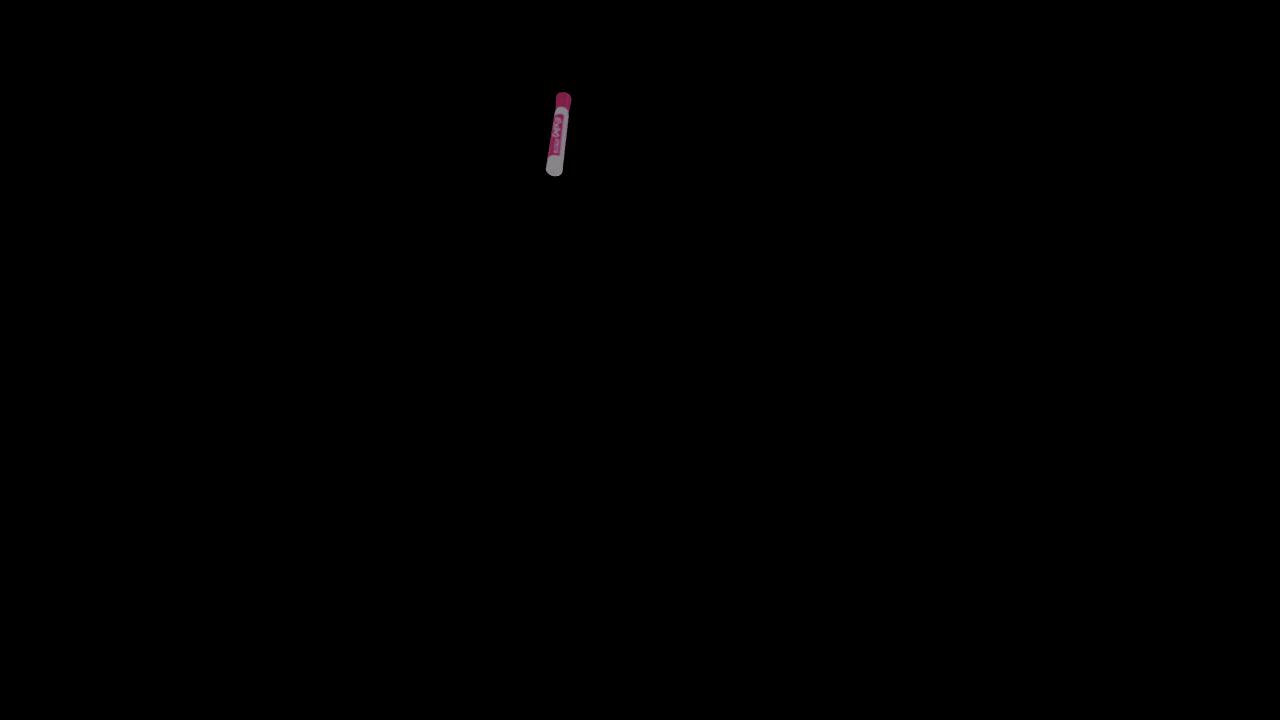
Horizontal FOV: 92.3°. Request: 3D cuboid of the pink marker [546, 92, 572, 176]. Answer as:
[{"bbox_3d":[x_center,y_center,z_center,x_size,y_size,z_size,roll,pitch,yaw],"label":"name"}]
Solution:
[{"bbox_3d":[-0.094,-0.266,0.716,0.020,0.121,0.020,2,-26,1],"label":"pink marker"}]
